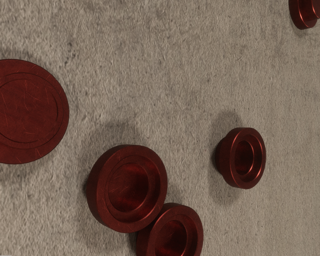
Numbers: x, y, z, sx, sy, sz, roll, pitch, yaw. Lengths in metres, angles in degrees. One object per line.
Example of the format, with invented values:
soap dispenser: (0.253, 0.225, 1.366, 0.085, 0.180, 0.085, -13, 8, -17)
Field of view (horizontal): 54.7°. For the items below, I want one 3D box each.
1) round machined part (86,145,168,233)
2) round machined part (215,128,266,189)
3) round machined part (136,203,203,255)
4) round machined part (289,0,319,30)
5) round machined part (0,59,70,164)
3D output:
round machined part: (-0.041, 0.068, 0.361, 0.099, 0.042, 0.097, 0, 90, -40)
round machined part: (0.127, 0.048, 0.503, 0.099, 0.042, 0.097, 0, 90, -40)
round machined part: (0.008, 0.146, 0.403, 0.099, 0.042, 0.097, 0, 90, -40)
round machined part: (0.321, -0.266, 0.667, 0.099, 0.042, 0.097, 0, 90, -40)
round machined part: (-0.130, -0.015, 0.286, 0.099, 0.042, 0.097, 0, 90, -40)
